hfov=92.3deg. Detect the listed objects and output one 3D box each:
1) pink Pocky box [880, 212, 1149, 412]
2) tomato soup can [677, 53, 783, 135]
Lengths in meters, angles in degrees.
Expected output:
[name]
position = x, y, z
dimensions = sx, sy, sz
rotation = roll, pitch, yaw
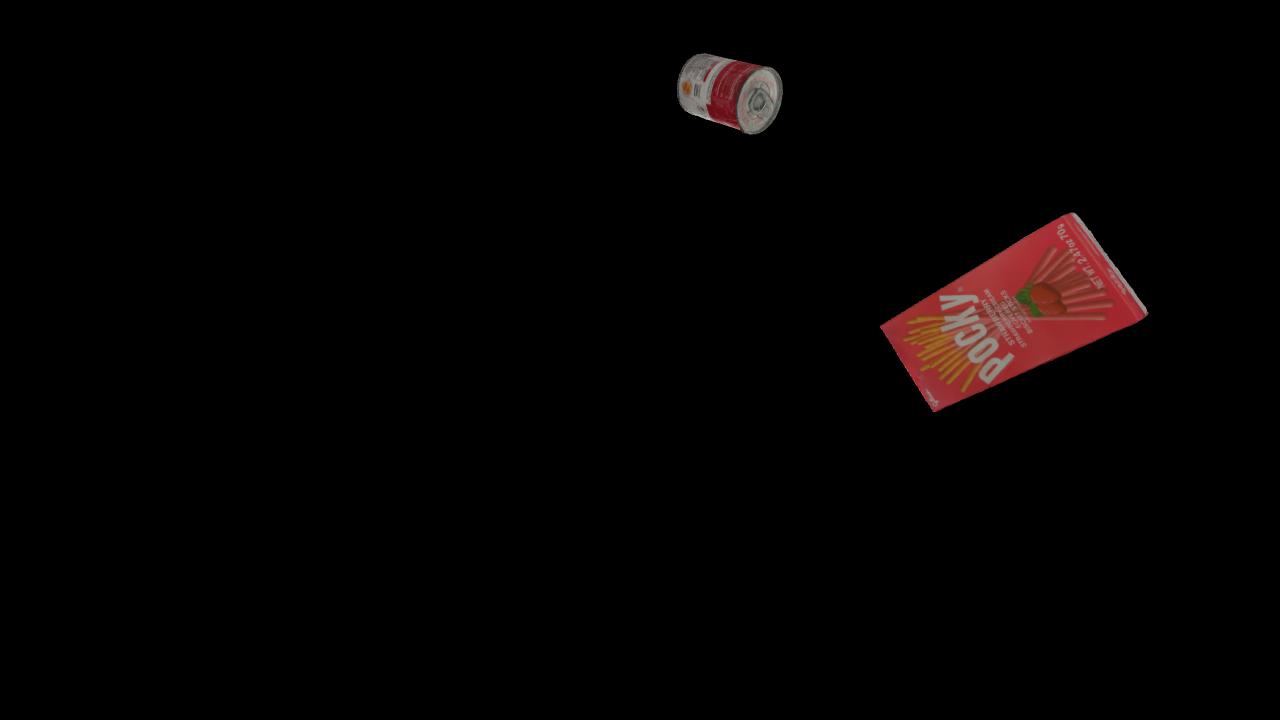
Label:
[pink Pocky box]
position = 0.266, -0.029, 0.457
dimensions = 0.029, 0.084, 0.155
rotation = -17, -16, -41
[tomato soup can]
position = 0.096, -0.294, 0.676
dimensions = 0.068, 0.068, 0.101
rotation = 0, 28, -43
